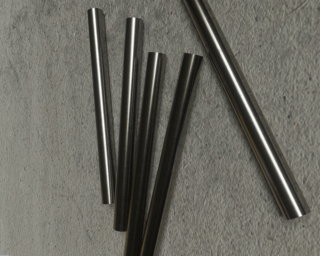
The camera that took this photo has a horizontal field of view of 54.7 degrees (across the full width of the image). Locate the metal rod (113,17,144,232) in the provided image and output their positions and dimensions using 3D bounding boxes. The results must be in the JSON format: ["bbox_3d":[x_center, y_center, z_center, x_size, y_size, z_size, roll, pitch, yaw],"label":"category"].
[{"bbox_3d":[-0.045,-0.003,0.442,0.025,0.025,0.298,7,94,40],"label":"metal rod"}]

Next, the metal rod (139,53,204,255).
[{"bbox_3d":[0.009,0.056,0.397,0.025,0.025,0.298,20,102,38],"label":"metal rod"}]

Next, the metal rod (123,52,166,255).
[{"bbox_3d":[-0.022,0.049,0.423,0.025,0.025,0.298,12,98,39],"label":"metal rod"}]

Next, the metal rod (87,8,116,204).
[{"bbox_3d":[-0.088,-0.036,0.478,0.025,0.025,0.298,-9,84,39],"label":"metal rod"}]

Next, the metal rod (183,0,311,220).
[{"bbox_3d":[0.081,-0.050,0.338,0.025,0.025,0.299,-33,70,35],"label":"metal rod"}]
